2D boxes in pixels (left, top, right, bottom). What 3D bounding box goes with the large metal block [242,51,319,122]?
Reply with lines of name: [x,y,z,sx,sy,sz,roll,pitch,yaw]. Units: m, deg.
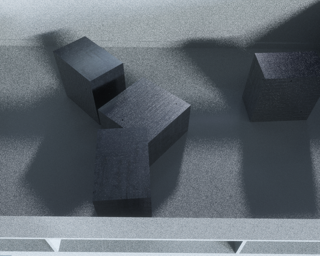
large metal block: [0.164,-0.054,0.417,0.081,0.080,0.050,-2,50,-3]

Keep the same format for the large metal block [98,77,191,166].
large metal block: [-0.019,-0.009,0.397,0.080,0.050,0.080,33,57,24]

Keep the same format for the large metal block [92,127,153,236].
large metal block: [-0.036,0.056,0.322,0.050,0.080,0.080,-3,50,-3]

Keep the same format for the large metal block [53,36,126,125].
large metal block: [-0.092,-0.064,0.422,0.050,0.080,0.080,-37,59,-27]

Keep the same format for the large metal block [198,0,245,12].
large metal block: [0.123,-0.290,0.637,0.081,0.050,0.080,-27,55,-21]
